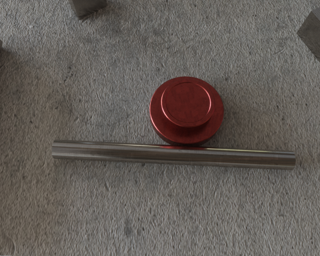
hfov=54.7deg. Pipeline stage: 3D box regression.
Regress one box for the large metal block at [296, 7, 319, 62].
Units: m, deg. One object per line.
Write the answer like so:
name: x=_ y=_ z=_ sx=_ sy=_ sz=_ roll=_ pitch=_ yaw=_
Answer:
large metal block: x=0.265 y=-0.139 z=0.449 sx=0.080 sy=0.050 sz=0.080 roll=-26 pitch=72 yaw=-10

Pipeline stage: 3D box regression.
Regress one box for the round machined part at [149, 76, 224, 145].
round machined part: x=0.035 y=-0.026 z=0.409 sx=0.099 sy=0.042 sz=0.098 roll=0 pitch=70 yaw=-1

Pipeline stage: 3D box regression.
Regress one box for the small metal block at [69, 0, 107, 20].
small metal block: x=-0.111 y=-0.199 z=0.466 sx=0.050 sy=0.050 sz=0.025 roll=-32 pitch=74 yaw=-11

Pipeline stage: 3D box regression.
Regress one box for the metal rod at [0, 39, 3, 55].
metal rod: x=-0.247 y=0.013 z=0.400 sx=0.025 sy=0.025 sz=0.299 roll=2 pitch=70 yaw=0

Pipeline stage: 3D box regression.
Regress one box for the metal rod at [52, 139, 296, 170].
metal rod: x=0.017 y=0.034 z=0.395 sx=0.302 sy=0.025 sz=0.025 roll=3 pitch=70 yaw=0
